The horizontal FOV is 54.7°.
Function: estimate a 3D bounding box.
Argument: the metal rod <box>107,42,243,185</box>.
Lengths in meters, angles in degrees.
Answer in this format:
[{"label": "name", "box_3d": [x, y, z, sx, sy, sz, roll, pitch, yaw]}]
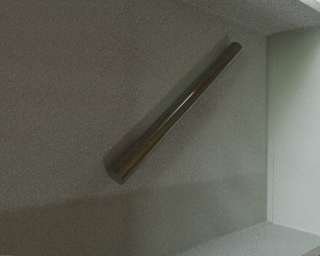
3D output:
[{"label": "metal rod", "box_3d": [0.037, -0.037, 0.439, 0.301, 0.025, 0.025, -47, 118, -30]}]
